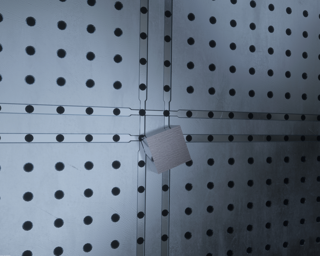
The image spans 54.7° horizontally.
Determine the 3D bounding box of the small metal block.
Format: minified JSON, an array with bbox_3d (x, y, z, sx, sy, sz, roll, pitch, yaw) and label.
[{"bbox_3d":[0.008,0.028,0.417,0.050,0.025,0.050,-21,97,-19],"label":"small metal block"}]
